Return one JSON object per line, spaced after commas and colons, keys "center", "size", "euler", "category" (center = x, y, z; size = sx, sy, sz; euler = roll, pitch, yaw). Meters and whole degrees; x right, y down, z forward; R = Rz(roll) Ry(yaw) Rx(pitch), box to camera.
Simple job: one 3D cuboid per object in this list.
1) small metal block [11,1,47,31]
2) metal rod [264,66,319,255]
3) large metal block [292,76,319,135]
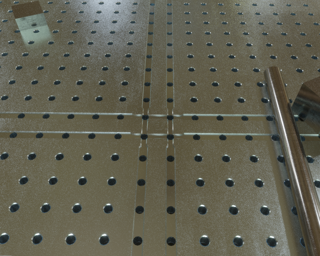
{"center": [-0.247, -0.212, 0.584], "size": [0.050, 0.025, 0.050], "euler": [-19, 53, -16], "category": "small metal block"}
{"center": [0.165, 0.029, 0.384], "size": [0.025, 0.025, 0.300], "euler": [3, 50, 2], "category": "metal rod"}
{"center": [0.244, -0.030, 0.418], "size": [0.081, 0.050, 0.080], "euler": [-21, 53, -17], "category": "large metal block"}
